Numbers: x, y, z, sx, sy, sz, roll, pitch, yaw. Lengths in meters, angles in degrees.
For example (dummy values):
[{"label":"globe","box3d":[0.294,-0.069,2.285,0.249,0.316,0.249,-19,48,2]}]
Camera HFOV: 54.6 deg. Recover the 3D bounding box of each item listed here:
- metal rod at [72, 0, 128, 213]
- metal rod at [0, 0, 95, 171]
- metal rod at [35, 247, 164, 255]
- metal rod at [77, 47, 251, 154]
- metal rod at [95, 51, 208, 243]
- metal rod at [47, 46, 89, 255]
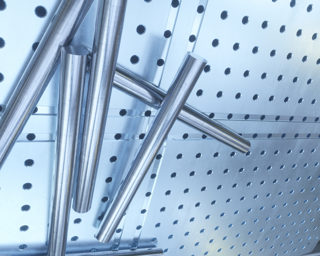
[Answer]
[{"label":"metal rod","box3d":[-0.070,-0.015,0.337,0.025,0.025,0.298,-3,128,-27]},{"label":"metal rod","box3d":[-0.123,-0.052,0.311,0.025,0.025,0.299,24,105,-37]},{"label":"metal rod","box3d":[-0.126,0.201,0.465,0.302,0.025,0.025,10,113,-33]},{"label":"metal rod","box3d":[0.027,-0.021,0.411,0.301,0.025,0.025,25,105,-37]},{"label":"metal rod","box3d":[-0.022,0.042,0.402,0.025,0.025,0.298,10,120,-33]},{"label":"metal rod","box3d":[-0.114,0.052,0.367,0.025,0.025,0.298,-2,124,-27]}]
